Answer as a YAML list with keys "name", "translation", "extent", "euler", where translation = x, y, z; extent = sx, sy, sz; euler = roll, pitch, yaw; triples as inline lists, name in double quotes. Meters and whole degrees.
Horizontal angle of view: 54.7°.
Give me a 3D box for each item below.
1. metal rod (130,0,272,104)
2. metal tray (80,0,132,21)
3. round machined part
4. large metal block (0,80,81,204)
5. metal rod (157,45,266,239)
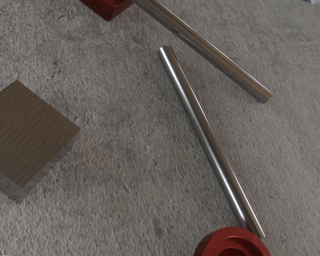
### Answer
- name: "metal rod"
  translation: [0.065, -0.135, 0.502]
  extent: [0.301, 0.025, 0.025]
  euler: [34, 51, -14]
- name: "metal tray"
  translation: [-0.105, -0.237, 0.489]
  extent: [0.130, 0.030, 0.090]
  euler: [38, 51, -3]
- name: "round machined part"
  translation: [0.076, 0.162, 0.337]
  extent: [0.099, 0.042, 0.098]
  euler: [14, 56, -21]
- name: "large metal block"
  translation: [-0.140, 0.013, 0.305]
  extent: [0.080, 0.050, 0.080]
  euler: [38, 51, -3]
- name: "metal rod"
  translation: [0.064, 0.009, 0.434]
  extent: [0.025, 0.025, 0.299]
  euler: [-11, 67, -33]
